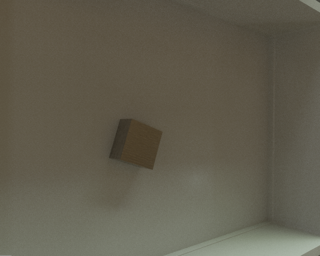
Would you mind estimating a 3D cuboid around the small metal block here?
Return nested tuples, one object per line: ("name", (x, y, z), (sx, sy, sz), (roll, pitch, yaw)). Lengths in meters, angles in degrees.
("small metal block", (-0.029, 0.020, 0.384), (0.050, 0.025, 0.050), (24, 75, -38))
